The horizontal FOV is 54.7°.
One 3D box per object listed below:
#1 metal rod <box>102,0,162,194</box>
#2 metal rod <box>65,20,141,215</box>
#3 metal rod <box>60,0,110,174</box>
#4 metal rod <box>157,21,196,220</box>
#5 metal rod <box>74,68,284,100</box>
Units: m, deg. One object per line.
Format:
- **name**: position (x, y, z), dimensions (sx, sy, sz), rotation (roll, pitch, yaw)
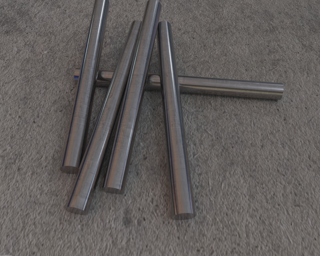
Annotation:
- **metal rod**: position (-0.031, -0.061, 0.415), dimensions (0.025, 0.025, 0.300), rotation (6, 62, 5)
- **metal rod**: position (-0.061, -0.036, 0.408), dimensions (0.025, 0.025, 0.300), rotation (8, 58, 7)
- **metal rod**: position (-0.100, -0.080, 0.438), dimensions (0.025, 0.025, 0.299), rotation (1, 59, 1)
- **metal rod**: position (0.015, -0.033, 0.406), dimensions (0.025, 0.025, 0.299), rotation (-3, 57, -3)
- **metal rod**: position (0.025, -0.066, 0.458), dimensions (0.302, 0.025, 0.025), rotation (5, 50, 4)
